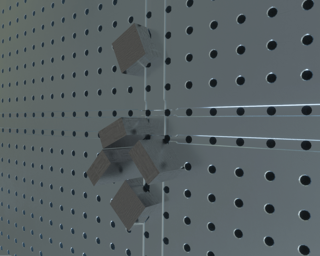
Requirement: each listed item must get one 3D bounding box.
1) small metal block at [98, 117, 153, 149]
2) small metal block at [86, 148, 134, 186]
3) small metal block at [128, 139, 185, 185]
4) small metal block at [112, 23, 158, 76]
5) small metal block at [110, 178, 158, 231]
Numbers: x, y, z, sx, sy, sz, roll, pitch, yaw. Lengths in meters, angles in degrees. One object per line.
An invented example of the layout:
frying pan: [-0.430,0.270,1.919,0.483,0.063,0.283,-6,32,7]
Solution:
small metal block: [-0.048,0.007,0.430,0.050,0.050,0.025,-29,72,36]
small metal block: [-0.070,0.056,0.448,0.050,0.050,0.025,-52,60,27]
small metal block: [-0.004,0.042,0.395,0.025,0.050,0.050,-49,61,29]
small metal block: [-0.036,-0.110,0.437,0.050,0.025,0.050,-30,71,35]
small metal block: [-0.038,0.108,0.439,0.050,0.025,0.050,47,118,29]
